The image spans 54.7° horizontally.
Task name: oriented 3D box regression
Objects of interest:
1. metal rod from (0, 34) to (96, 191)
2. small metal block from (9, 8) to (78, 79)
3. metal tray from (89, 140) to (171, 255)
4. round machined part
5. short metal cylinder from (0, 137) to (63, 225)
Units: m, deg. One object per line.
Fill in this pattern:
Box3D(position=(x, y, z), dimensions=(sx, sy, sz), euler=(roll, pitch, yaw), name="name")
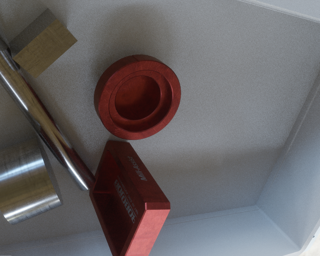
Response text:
Box3D(position=(-0.138, -0.038, 0.309), dimensions=(0.025, 0.025, 0.299), euler=(-30, 129, -10), name="metal rod")
Box3D(position=(-0.108, -0.079, 0.285), dimensions=(0.050, 0.050, 0.025), euler=(-42, 130, 0), name="small metal block")
Box3D(position=(-0.043, 0.085, 0.371), dimensions=(0.030, 0.130, 0.089), euler=(9, 114, -33), name="metal tray")
Box3D(position=(-0.029, -0.038, 0.360), dimensions=(0.099, 0.042, 0.097), euler=(-14, 125, -21), name="round machined part")
Box3D(position=(-0.142, 0.055, 0.330), dimensions=(0.050, 0.080, 0.079), euler=(-21, 127, -17), name="short metal cylinder")
